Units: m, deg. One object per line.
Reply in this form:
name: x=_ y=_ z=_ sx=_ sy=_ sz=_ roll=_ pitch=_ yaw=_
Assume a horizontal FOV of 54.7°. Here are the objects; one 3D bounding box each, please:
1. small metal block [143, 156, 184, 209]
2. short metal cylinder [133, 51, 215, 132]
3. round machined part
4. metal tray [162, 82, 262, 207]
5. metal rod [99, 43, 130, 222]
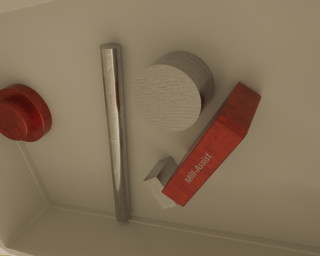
small metal block: x=0.010 y=0.076 z=0.433 sx=0.025 sy=0.050 sz=0.050 roll=-26 pitch=105 yaw=37
short metal cylinder: x=0.017 y=-0.043 z=0.356 sx=0.080 sy=0.050 sz=0.079 roll=13 pitch=124 yaw=20
round machined part: x=-0.230 y=-0.018 z=0.501 sx=0.098 sy=0.042 sz=0.097 roll=11 pitch=122 yaw=18
metal tray: x=0.056 y=0.020 z=0.348 sx=0.030 sy=0.090 sz=0.129 roll=35 pitch=129 yaw=5
metal rod: x=-0.062 y=0.026 z=0.455 sx=0.025 sy=0.025 sz=0.298 roll=14 pitch=124 yaw=20
